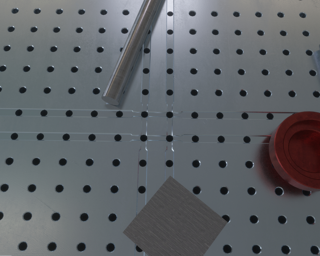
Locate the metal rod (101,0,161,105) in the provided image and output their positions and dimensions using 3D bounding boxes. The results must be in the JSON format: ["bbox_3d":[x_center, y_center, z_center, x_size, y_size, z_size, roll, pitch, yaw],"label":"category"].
[{"bbox_3d":[-0.022,-0.171,0.473,0.025,0.025,0.299,17,71,6],"label":"metal rod"}]

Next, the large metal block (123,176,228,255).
[{"bbox_3d":[0.017,0.115,0.357,0.080,0.050,0.080,38,74,12],"label":"large metal block"}]

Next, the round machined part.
[{"bbox_3d":[0.187,0.031,0.393,0.099,0.042,0.098,0,70,0],"label":"round machined part"}]
